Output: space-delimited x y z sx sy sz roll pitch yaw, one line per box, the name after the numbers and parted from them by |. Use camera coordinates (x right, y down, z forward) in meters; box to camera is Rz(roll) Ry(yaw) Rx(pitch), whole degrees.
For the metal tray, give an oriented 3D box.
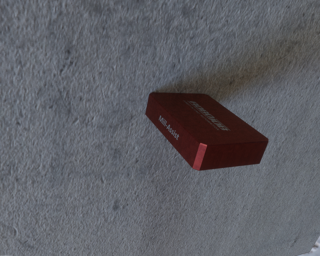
0.049 -0.003 0.366 0.091 0.130 0.030 -2 119 -28 | metal tray
